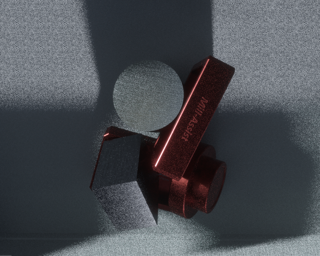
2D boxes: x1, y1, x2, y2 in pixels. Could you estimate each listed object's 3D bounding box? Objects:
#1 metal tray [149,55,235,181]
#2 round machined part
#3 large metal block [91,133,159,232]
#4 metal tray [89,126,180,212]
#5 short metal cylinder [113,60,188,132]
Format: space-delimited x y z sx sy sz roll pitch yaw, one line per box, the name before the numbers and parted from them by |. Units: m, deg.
metal tray | 0.031 -0.013 0.354 0.030 0.090 0.129 26 92 -6
round machined part | 0.053 0.069 0.393 0.042 0.099 0.097 17 112 26
large metal block | -0.037 0.066 0.380 0.050 0.080 0.080 -12 126 10
metal tray | -0.021 0.059 0.427 0.131 0.030 0.089 16 109 -6
short metal cylinder | -0.009 -0.035 0.367 0.080 0.050 0.080 -1 87 11
